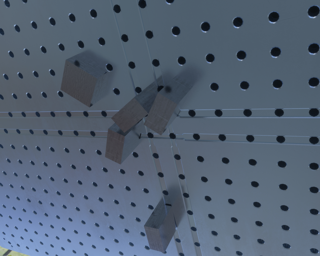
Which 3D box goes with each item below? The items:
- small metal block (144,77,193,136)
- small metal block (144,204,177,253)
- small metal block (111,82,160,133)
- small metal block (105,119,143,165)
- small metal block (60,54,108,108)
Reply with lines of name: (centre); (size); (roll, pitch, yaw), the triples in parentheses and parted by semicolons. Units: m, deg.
small metal block: (0.010, -0.027, 0.374); (0.025, 0.050, 0.050); (32, 129, 7)
small metal block: (0.002, 0.158, 0.493); (0.025, 0.050, 0.050); (3, 120, 27)
small metal block: (-0.027, -0.026, 0.393); (0.025, 0.050, 0.050); (49, 129, -6)
small metal block: (-0.050, 0.013, 0.430); (0.025, 0.050, 0.050); (24, 127, 14)
small metal block: (-0.105, -0.065, 0.428); (0.050, 0.025, 0.050); (31, 129, 8)
